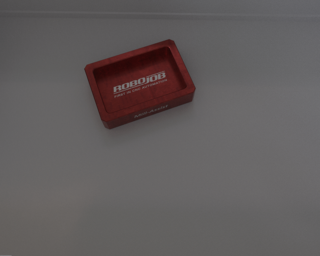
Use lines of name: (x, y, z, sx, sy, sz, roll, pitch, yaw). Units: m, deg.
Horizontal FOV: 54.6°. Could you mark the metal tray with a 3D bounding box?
metal tray: (-0.028, -0.062, 0.429, 0.131, 0.030, 0.090, -19, 71, -7)
